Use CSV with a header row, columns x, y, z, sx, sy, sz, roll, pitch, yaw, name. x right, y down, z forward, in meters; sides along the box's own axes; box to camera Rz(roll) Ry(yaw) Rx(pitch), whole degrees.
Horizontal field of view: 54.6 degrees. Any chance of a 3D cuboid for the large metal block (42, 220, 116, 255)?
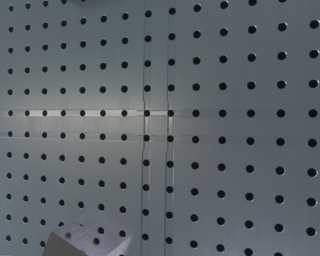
x,y,z,sx,sy,sz,roll,pitch,yaw,name
-0.122,0.194,0.443,0.080,0.050,0.080,25,98,18,large metal block
